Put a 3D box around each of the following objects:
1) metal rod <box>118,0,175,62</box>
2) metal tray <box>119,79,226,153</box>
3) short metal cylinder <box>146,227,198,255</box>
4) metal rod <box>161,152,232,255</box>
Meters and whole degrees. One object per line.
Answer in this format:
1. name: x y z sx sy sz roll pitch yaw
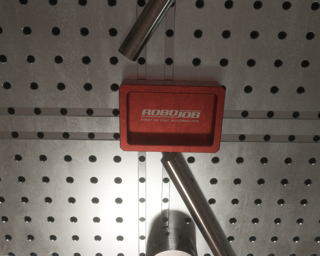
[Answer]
1. metal rod: 0.043 -0.205 0.338 0.025 0.025 0.299 32 107 -12
2. metal tray: 0.014 -0.015 0.405 0.131 0.030 0.089 1 110 -1
3. short metal cylinder: 0.018 0.201 0.475 0.081 0.050 0.079 0 110 -1
4. metal rod: 0.080 0.165 0.475 0.025 0.025 0.299 -26 109 9
